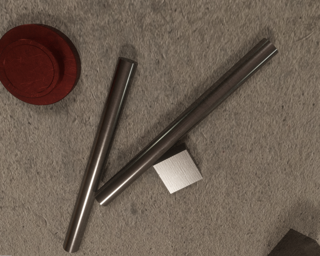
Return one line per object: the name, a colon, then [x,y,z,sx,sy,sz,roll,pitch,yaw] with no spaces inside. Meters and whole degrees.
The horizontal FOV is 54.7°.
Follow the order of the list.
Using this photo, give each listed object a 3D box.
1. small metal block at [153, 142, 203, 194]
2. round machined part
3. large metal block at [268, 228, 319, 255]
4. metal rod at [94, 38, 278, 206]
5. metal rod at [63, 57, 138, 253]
small metal block: [0.025,0.056,0.431,0.050,0.025,0.050,-28,108,9]
round machined part: [-0.149,-0.073,0.372,0.099,0.042,0.097,0,110,-1]
large metal block: [0.207,0.214,0.463,0.050,0.080,0.080,28,108,-10]
metal rod: [0.026,0.000,0.404,0.300,0.025,0.025,-43,105,11]
metal rod: [-0.087,0.050,0.426,0.025,0.025,0.298,18,109,-7]
